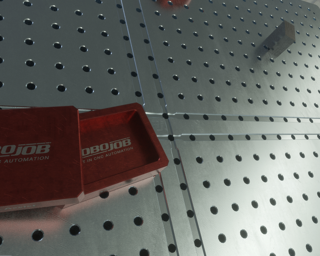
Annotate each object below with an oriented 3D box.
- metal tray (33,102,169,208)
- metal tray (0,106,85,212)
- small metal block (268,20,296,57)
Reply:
[{"bbox_3d":[-0.065,0.025,0.354,0.131,0.030,0.090,-15,69,-34],"label":"metal tray"},{"bbox_3d":[-0.139,0.029,0.285,0.131,0.030,0.090,-4,68,-12],"label":"metal tray"},{"bbox_3d":[0.250,-0.184,0.638,0.025,0.050,0.050,25,53,-13],"label":"small metal block"}]
